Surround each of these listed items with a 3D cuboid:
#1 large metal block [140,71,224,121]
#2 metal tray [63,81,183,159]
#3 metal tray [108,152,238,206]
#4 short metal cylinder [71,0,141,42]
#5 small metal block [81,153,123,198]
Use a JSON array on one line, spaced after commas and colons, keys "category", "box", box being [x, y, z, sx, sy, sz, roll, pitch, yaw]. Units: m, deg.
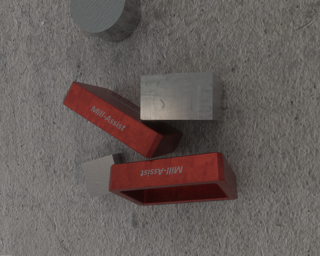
[{"category": "large metal block", "box": [0.030, -0.034, 0.369, 0.080, 0.080, 0.050, 0, 90, 20]}, {"category": "metal tray", "box": [-0.043, -0.011, 0.389, 0.130, 0.090, 0.030, 31, 100, 17]}, {"category": "metal tray", "box": [0.018, 0.064, 0.365, 0.130, 0.090, 0.030, -9, 63, 19]}, {"category": "short metal cylinder", "box": [-0.072, -0.163, 0.421, 0.080, 0.050, 0.080, 0, 90, 20]}, {"category": "small metal block", "box": [-0.077, 0.067, 0.436, 0.050, 0.025, 0.050, -17, 84, 19]}]
